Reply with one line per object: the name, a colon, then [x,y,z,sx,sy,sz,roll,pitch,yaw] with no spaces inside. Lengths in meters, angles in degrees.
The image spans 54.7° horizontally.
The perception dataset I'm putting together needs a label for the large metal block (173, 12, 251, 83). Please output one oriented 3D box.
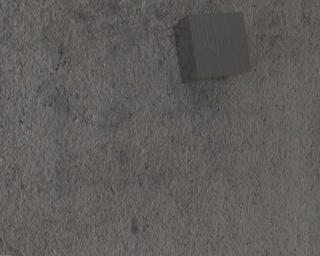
large metal block: [0.070,-0.108,0.421,0.081,0.050,0.080,-10,94,-20]
